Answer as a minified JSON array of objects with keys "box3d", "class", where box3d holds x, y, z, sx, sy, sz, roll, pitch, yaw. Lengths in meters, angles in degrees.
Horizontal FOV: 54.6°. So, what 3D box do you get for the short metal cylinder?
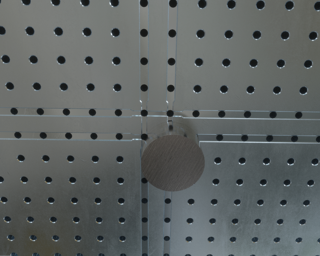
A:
[{"box3d":[0.016,0.037,0.414,0.080,0.050,0.079,0,110,0],"class":"short metal cylinder"}]
